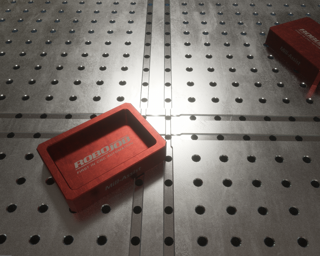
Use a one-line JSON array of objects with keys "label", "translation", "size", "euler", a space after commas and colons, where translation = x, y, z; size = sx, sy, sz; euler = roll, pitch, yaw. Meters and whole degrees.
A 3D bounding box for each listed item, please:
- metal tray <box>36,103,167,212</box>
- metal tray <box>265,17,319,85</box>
[{"label": "metal tray", "translation": [-0.068, 0.030, 0.378], "size": [0.131, 0.030, 0.090], "euler": [-29, 56, -23]}, {"label": "metal tray", "translation": [0.254, -0.133, 0.520], "size": [0.091, 0.030, 0.130], "euler": [-19, 53, -16]}]
